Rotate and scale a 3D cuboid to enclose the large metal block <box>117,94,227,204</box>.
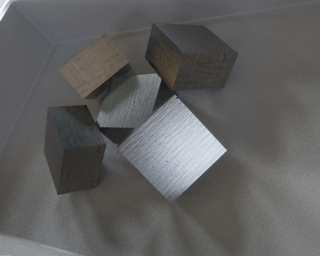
[{"bbox_3d":[0.011,0.021,0.341,0.080,0.050,0.080,-43,96,-3],"label":"large metal block"}]

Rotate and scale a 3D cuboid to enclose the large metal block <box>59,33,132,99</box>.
[{"bbox_3d":[-0.090,-0.087,0.459,0.080,0.080,0.050,-39,94,2],"label":"large metal block"}]

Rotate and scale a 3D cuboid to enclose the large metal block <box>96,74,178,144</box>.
[{"bbox_3d":[-0.030,-0.024,0.417,0.080,0.050,0.080,1,62,28],"label":"large metal block"}]

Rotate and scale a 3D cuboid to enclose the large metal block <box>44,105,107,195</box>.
[{"bbox_3d":[-0.114,0.027,0.405,0.080,0.050,0.079,55,138,39],"label":"large metal block"}]

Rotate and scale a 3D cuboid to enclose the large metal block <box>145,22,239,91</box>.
[{"bbox_3d":[0.038,-0.093,0.398,0.081,0.050,0.080,-7,43,-29],"label":"large metal block"}]
